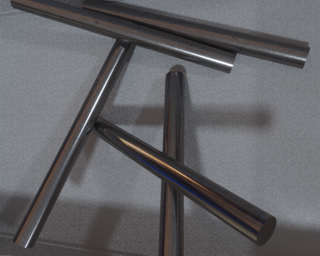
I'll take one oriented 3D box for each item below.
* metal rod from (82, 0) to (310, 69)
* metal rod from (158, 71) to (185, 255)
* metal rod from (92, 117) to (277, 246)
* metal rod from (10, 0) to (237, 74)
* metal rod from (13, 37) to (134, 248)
[{"bbox_3d":[0.031,-0.126,0.398,0.301,0.025,0.025,19,96,18],"label":"metal rod"},{"bbox_3d":[0.014,0.066,0.337,0.025,0.025,0.299,-8,61,19],"label":"metal rod"},{"bbox_3d":[-0.013,0.032,0.342,0.300,0.025,0.025,26,100,46],"label":"metal rod"},{"bbox_3d":[-0.052,-0.126,0.398,0.301,0.025,0.025,19,96,7],"label":"metal rod"},{"bbox_3d":[-0.102,0.004,0.397,0.025,0.025,0.299,21,78,18],"label":"metal rod"}]
